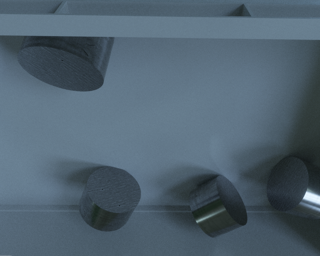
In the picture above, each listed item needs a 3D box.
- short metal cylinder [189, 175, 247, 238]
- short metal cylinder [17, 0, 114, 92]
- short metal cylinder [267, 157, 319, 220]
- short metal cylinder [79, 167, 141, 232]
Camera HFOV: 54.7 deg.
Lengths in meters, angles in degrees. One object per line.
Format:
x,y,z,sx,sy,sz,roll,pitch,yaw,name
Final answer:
0.090,0.120,0.476,0.050,0.080,0.080,-34,123,25,short metal cylinder
-0.090,-0.077,0.304,0.080,0.050,0.080,8,160,3,short metal cylinder
0.203,0.087,0.449,0.050,0.080,0.079,21,127,-17,short metal cylinder
-0.075,0.105,0.461,0.081,0.080,0.050,17,128,-14,short metal cylinder
